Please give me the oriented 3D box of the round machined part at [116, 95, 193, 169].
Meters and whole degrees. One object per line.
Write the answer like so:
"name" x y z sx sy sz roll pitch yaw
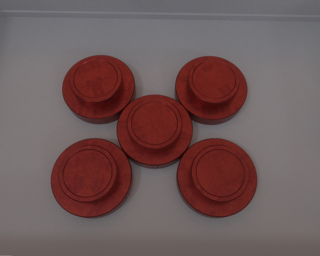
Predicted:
"round machined part" -0.007 0.000 0.398 0.099 0.042 0.098 0 70 -1

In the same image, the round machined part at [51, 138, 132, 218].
"round machined part" -0.084 0.059 0.377 0.099 0.042 0.098 0 70 -1

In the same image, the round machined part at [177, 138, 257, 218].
"round machined part" 0.070 0.058 0.379 0.099 0.042 0.098 0 70 -1

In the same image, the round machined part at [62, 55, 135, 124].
"round machined part" -0.083 -0.058 0.419 0.099 0.042 0.098 0 70 -1

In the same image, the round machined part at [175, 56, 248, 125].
"round machined part" 0.070 -0.057 0.421 0.099 0.042 0.098 0 70 -1
